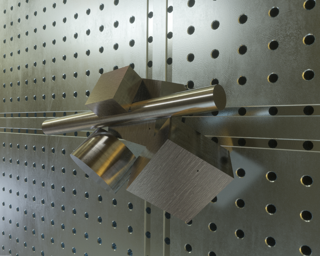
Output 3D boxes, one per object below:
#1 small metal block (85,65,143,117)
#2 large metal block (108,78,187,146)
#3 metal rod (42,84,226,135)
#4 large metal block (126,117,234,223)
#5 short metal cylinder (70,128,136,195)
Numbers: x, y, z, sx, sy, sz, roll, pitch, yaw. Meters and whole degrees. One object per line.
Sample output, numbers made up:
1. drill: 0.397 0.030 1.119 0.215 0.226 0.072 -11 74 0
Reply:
1. small metal block: -0.055 -0.043 0.369 0.050 0.025 0.050 -7 50 40
2. large metal block: -0.018 -0.023 0.403 0.080 0.050 0.079 14 99 39
3. metal rod: -0.058 -0.015 0.387 0.300 0.025 0.025 -7 86 40
4. large metal block: 0.022 0.046 0.343 0.080 0.050 0.080 31 118 -12
5. short metal cylinder: -0.075 0.045 0.422 0.080 0.080 0.050 25 63 37
